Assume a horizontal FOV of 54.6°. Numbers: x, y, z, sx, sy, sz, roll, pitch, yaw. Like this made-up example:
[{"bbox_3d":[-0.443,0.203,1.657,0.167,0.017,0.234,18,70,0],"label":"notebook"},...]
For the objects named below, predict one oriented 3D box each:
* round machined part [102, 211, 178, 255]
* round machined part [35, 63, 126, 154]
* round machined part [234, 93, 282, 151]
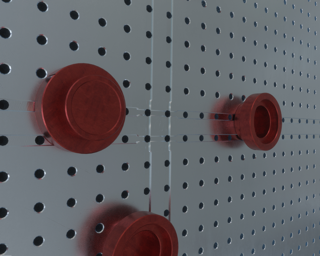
[{"bbox_3d":[-0.028,0.149,0.374,0.099,0.042,0.097,0,90,-40],"label":"round machined part"},{"bbox_3d":[-0.077,-0.021,0.333,0.099,0.042,0.097,0,90,-40],"label":"round machined part"},{"bbox_3d":[0.166,-0.011,0.536,0.099,0.042,0.097,0,90,-40],"label":"round machined part"}]
